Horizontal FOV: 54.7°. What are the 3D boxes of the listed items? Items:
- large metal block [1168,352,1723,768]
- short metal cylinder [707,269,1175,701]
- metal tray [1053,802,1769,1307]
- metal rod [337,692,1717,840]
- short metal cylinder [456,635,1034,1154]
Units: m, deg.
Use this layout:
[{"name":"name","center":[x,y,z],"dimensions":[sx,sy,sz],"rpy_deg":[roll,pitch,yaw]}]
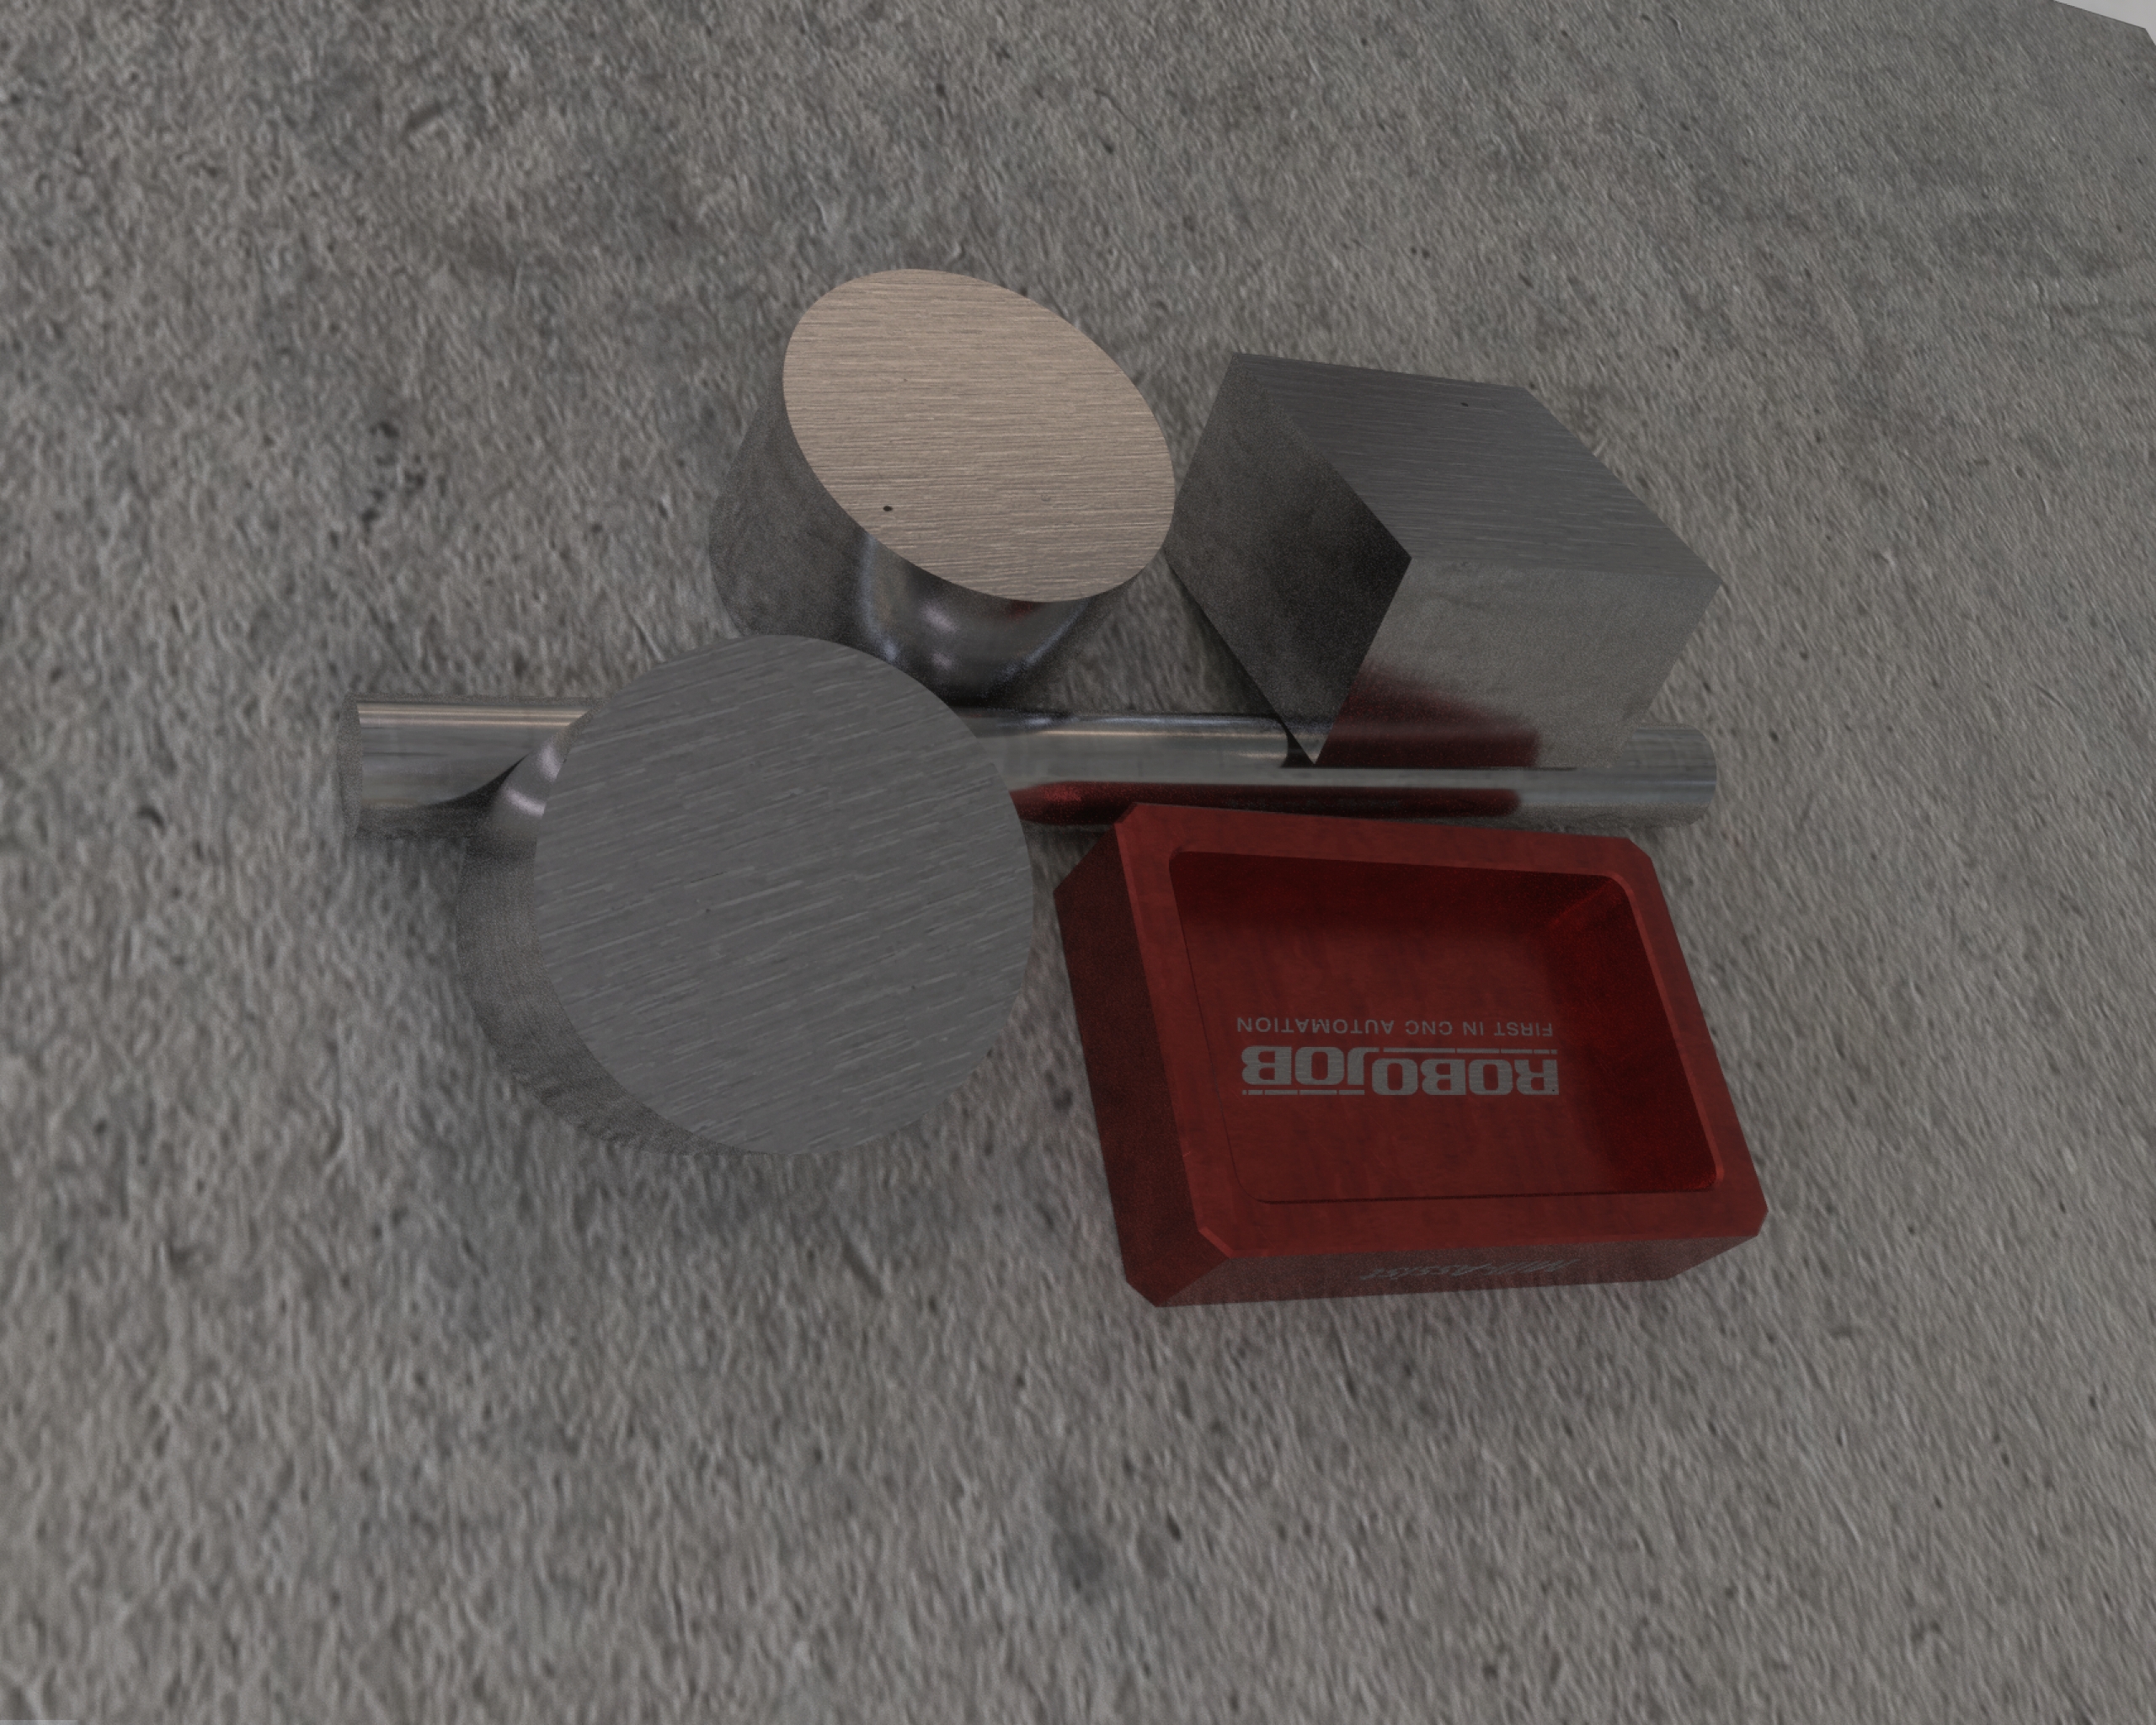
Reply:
[{"name":"large metal block","center":[0.076,-0.065,0.454],"dimensions":[0.081,0.050,0.080],"rpy_deg":[-1,41,-29]},{"name":"short metal cylinder","center":[-0.028,-0.071,0.417],"dimensions":[0.081,0.050,0.080],"rpy_deg":[14,56,-21]},{"name":"metal tray","center":[0.066,0.037,0.414],"dimensions":[0.131,0.030,0.090],"rpy_deg":[3,60,-27]},{"name":"metal rod","center":[0.010,-0.018,0.423],"dimensions":[0.303,0.025,0.025],"rpy_deg":[-1,62,-29]},{"name":"short metal cylinder","center":[-0.055,0.007,0.339],"dimensions":[0.081,0.050,0.080],"rpy_deg":[5,80,-28]}]
